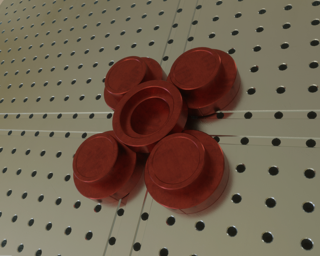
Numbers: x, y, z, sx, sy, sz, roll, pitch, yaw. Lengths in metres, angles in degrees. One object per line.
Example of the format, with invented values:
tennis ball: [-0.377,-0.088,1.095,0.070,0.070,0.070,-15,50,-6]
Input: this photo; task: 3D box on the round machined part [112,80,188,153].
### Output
round machined part: [-0.009,-0.012,0.406,0.098,0.042,0.098,-13,56,20]

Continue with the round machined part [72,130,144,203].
round machined part: [-0.074,0.046,0.407,0.098,0.042,0.098,-13,56,20]

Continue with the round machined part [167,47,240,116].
round machined part: [0.052,-0.068,0.410,0.098,0.042,0.098,-13,56,20]

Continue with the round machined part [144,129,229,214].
round machined part: [0.025,0.044,0.355,0.098,0.042,0.098,-13,56,20]

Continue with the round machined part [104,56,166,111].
round machined part: [-0.042,-0.067,0.458,0.098,0.042,0.098,-13,56,20]
